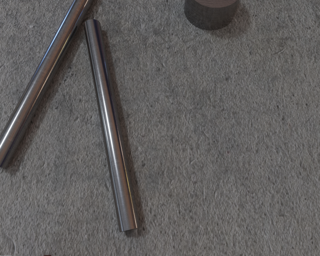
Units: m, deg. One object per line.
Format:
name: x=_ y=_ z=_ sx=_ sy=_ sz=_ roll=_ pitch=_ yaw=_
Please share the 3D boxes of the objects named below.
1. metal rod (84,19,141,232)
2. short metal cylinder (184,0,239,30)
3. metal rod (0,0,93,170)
metal rod: x=-0.068 y=-0.017 z=0.413 sx=0.025 sy=0.025 sz=0.299 roll=-12 pitch=71 yaw=-5
short metal cylinder: x=0.078 y=-0.196 z=0.468 sx=0.081 sy=0.050 sz=0.080 roll=0 pitch=70 yaw=0
metal rod: x=-0.158 y=-0.086 z=0.437 sx=0.025 sy=0.025 sz=0.299 roll=18 pitch=71 yaw=6
